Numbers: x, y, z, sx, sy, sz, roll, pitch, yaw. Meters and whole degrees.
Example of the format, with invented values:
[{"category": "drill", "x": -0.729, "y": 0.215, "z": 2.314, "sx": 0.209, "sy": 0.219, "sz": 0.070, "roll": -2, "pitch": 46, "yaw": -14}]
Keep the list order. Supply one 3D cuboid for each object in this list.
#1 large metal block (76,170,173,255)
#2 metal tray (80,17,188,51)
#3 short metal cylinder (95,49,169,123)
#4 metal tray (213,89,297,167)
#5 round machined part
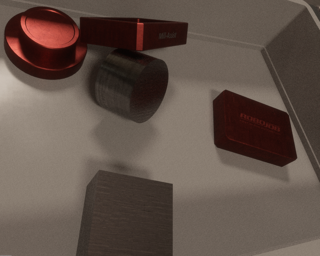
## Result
[{"category": "large metal block", "x": -0.034, "y": 0.096, "z": 0.314, "sx": 0.081, "sy": 0.050, "sz": 0.080, "roll": 15, "pitch": 56, "yaw": -20}, {"category": "metal tray", "x": -0.030, "y": -0.128, "z": 0.410, "sx": 0.090, "sy": 0.030, "sz": 0.131, "roll": 15, "pitch": 24, "yaw": 25}, {"category": "short metal cylinder", "x": -0.032, "y": -0.052, "z": 0.377, "sx": 0.050, "sy": 0.079, "sz": 0.080, "roll": 24, "pitch": 46, "yaw": 24}, {"category": "metal tray", "x": 0.147, "y": 0.001, "z": 0.484, "sx": 0.131, "sy": 0.030, "sz": 0.090, "roll": 17, "pitch": 55, "yaw": -19}, {"category": "round machined part", "x": -0.140, "y": -0.113, "z": 0.389, "sx": 0.099, "sy": 0.042, "sz": 0.098, "roll": 14, "pitch": 56, "yaw": -21}]
